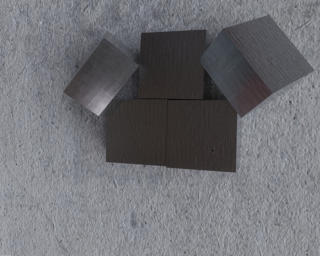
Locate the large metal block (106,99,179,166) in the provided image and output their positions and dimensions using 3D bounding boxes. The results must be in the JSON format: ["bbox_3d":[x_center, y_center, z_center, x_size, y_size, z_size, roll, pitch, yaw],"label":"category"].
[{"bbox_3d":[-0.022,0.004,0.403,0.080,0.050,0.079,2,91,19],"label":"large metal block"}]

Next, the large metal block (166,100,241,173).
[{"bbox_3d":[0.055,0.008,0.375,0.080,0.050,0.079,2,91,19],"label":"large metal block"}]

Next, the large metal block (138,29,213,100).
[{"bbox_3d":[0.021,-0.075,0.389,0.080,0.050,0.079,3,91,19],"label":"large metal block"}]

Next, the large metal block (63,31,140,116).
[{"bbox_3d":[-0.073,-0.073,0.398,0.050,0.080,0.080,36,104,-19],"label":"large metal block"}]

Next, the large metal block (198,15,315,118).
[{"bbox_3d":[0.104,-0.069,0.338,0.080,0.081,0.050,56,147,11],"label":"large metal block"}]
